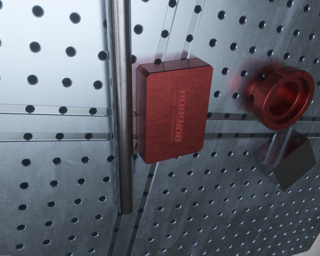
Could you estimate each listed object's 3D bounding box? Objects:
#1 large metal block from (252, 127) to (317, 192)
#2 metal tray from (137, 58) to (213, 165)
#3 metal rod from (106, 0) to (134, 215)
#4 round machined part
[{"bbox_3d":[0.224,0.055,0.555,0.080,0.050,0.080,-40,130,-1],"label":"large metal block"},{"bbox_3d":[0.017,-0.021,0.406,0.091,0.030,0.129,-12,124,-23],"label":"metal tray"},{"bbox_3d":[-0.046,-0.009,0.381,0.025,0.025,0.298,-12,124,-22],"label":"metal rod"},{"bbox_3d":[0.182,-0.049,0.472,0.099,0.042,0.097,-14,125,-21],"label":"round machined part"}]
